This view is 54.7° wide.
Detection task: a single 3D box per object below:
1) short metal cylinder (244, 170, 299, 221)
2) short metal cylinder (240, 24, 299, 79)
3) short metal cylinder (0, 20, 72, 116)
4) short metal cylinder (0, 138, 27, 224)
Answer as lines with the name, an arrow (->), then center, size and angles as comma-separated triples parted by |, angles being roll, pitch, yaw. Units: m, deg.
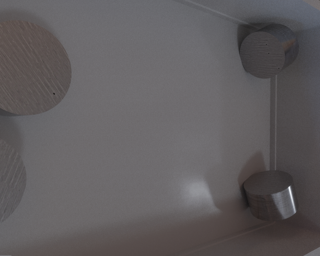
short metal cylinder -> 0.190, 0.114, 0.530 | 0.081, 0.080, 0.050 | -30, 109, -36
short metal cylinder -> 0.184, -0.130, 0.525 | 0.050, 0.080, 0.080 | -33, 111, -35
short metal cylinder -> -0.129, -0.051, 0.282 | 0.081, 0.050, 0.080 | 0, 90, -40
short metal cylinder -> -0.160, 0.043, 0.256 | 0.081, 0.050, 0.080 | 0, 90, -40
